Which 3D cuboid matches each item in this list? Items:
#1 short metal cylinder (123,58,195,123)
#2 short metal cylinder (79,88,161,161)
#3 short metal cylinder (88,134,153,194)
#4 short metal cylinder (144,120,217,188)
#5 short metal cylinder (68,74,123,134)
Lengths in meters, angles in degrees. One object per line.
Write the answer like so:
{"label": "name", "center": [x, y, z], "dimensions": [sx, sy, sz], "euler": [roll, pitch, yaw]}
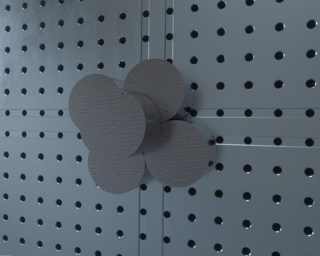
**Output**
{"label": "short metal cylinder", "center": [0.000, -0.044, 0.398], "dimensions": [0.080, 0.050, 0.079], "euler": [0, 90, 19]}
{"label": "short metal cylinder", "center": [-0.045, -0.005, 0.359], "dimensions": [0.080, 0.050, 0.079], "euler": [1, 92, 19]}
{"label": "short metal cylinder", "center": [-0.048, 0.044, 0.414], "dimensions": [0.080, 0.050, 0.079], "euler": [0, 90, 19]}
{"label": "short metal cylinder", "center": [0.027, 0.030, 0.388], "dimensions": [0.080, 0.050, 0.079], "euler": [0, 90, 19]}
{"label": "short metal cylinder", "center": [-0.076, -0.031, 0.424], "dimensions": [0.080, 0.050, 0.079], "euler": [0, 90, 19]}
